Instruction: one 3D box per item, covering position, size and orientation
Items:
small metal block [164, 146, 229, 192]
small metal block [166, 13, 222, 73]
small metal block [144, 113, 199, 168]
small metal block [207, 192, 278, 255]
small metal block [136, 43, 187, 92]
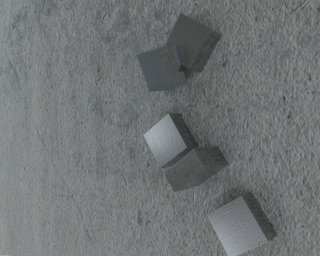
[{"bbox_3d":[0.042,0.046,0.354,0.050,0.050,0.025,-44,64,31],"label":"small metal block"},{"bbox_3d":[0.038,-0.103,0.374,0.050,0.025,0.050,42,115,32],"label":"small metal block"},{"bbox_3d":[0.013,0.016,0.394,0.050,0.025,0.050,-41,65,32],"label":"small metal block"},{"bbox_3d":[0.087,0.104,0.333,0.050,0.025,0.050,-41,65,32],"label":"small metal block"},{"bbox_3d":[0.002,-0.073,0.382,0.050,0.025,0.050,8,122,57],"label":"small metal block"}]
